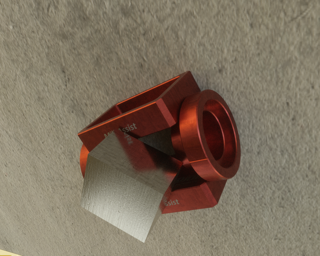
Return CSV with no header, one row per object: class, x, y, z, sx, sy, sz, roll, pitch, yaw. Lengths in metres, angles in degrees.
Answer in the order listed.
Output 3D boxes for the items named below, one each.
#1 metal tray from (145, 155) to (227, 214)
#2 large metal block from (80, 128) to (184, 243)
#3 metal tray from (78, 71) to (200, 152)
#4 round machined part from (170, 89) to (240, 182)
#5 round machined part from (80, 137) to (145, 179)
metal tray,0.021,0.067,0.394,0.130,0.090,0.030,-19,109,35
large metal block,-0.032,0.060,0.325,0.080,0.050,0.079,26,128,11
metal tray,-0.025,-0.018,0.368,0.130,0.090,0.030,-19,108,35
round machined part,0.048,0.010,0.341,0.042,0.098,0.098,-17,110,34
round machined part,-0.055,0.044,0.415,0.042,0.098,0.098,-17,110,34
